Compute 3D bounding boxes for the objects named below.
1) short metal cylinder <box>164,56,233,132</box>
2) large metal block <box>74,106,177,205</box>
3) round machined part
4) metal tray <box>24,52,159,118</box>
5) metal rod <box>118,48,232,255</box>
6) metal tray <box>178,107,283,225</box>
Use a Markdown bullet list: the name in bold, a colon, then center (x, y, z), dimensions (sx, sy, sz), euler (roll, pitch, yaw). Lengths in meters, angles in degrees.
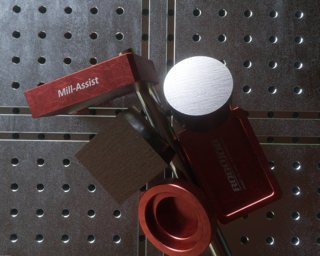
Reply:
- **short metal cylinder**: center (0.049, -0.041, 0.383), dimensions (0.080, 0.050, 0.080), euler (-4, 66, 10)
- **large metal block**: center (-0.040, 0.032, 0.379), dimensions (0.080, 0.050, 0.080), euler (-42, 91, 18)
- **round machined part**: center (0.025, 0.108, 0.387), dimensions (0.098, 0.042, 0.097), euler (8, 107, 27)
- **metal tray**: center (-0.074, -0.047, 0.362), dimensions (0.130, 0.090, 0.030), euler (-17, 92, 14)
- **metal rod**: center (0.020, 0.035, 0.409), dimensions (0.025, 0.025, 0.299), euler (-25, 90, 0)
- **metal tray**: center (0.091, 0.048, 0.408), dimensions (0.090, 0.030, 0.129), euler (-25, 90, 0)
